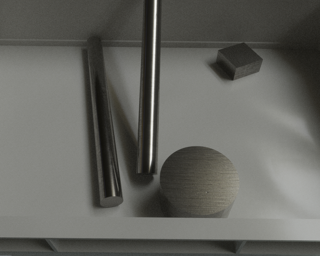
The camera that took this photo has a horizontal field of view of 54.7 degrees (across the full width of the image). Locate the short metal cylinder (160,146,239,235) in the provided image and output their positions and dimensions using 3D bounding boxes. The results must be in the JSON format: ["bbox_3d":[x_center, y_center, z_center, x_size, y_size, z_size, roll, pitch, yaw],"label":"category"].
[{"bbox_3d":[0.040,0.066,0.334,0.081,0.050,0.080,0,50,0],"label":"short metal cylinder"}]

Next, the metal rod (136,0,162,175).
[{"bbox_3d":[-0.012,-0.090,0.402,0.025,0.025,0.299,1,75,0],"label":"metal rod"}]

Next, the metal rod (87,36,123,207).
[{"bbox_3d":[-0.082,-0.032,0.430,0.025,0.025,0.300,-9,51,-8],"label":"metal rod"}]

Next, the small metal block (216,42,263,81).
[{"bbox_3d":[0.127,-0.108,0.497,0.050,0.025,0.050,-20,53,-17],"label":"small metal block"}]
